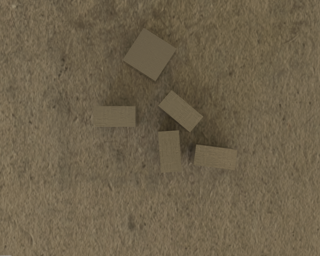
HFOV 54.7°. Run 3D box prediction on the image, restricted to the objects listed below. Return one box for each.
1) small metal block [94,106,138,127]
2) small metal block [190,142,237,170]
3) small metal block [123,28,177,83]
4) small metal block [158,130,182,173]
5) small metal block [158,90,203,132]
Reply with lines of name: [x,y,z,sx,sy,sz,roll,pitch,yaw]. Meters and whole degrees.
small metal block: [-0.055,-0.014,0.397,0.050,0.050,0.025,0,90,-1]
small metal block: [0.067,0.035,0.398,0.050,0.050,0.025,7,90,-1]
small metal block: [-0.013,-0.095,0.410,0.050,0.025,0.050,33,90,-1]
small metal block: [0.012,0.028,0.398,0.025,0.050,0.050,-4,90,0]
small metal block: [0.025,-0.020,0.398,0.050,0.050,0.025,40,90,-1]
